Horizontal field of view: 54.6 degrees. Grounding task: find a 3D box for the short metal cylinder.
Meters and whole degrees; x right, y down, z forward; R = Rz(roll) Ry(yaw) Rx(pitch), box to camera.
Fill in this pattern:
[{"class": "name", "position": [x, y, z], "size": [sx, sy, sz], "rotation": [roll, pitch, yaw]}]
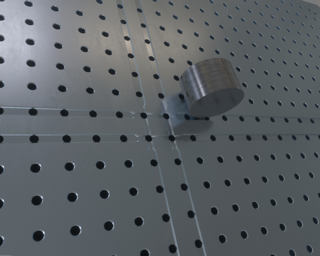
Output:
[{"class": "short metal cylinder", "position": [0.073, -0.055, 0.445], "size": [0.081, 0.080, 0.050], "rotation": [-2, 63, -29]}]
